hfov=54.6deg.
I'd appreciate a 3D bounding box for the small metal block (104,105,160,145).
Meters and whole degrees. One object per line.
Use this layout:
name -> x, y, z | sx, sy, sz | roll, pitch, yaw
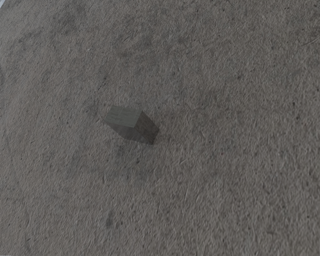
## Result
small metal block -> -0.037, -0.004, 0.410 | 0.050, 0.050, 0.025 | 11, 68, 33
